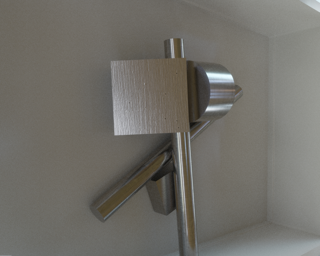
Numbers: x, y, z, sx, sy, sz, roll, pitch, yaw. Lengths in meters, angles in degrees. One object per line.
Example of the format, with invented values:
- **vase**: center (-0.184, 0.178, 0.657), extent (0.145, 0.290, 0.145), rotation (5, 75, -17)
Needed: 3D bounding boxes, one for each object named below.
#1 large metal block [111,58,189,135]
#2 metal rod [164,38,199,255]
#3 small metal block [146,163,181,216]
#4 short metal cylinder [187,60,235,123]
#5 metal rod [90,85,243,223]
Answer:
- **large metal block**: center (-0.010, -0.035, 0.356), extent (0.081, 0.050, 0.079), rotation (-3, 92, 0)
- **metal rod**: center (0.028, 0.038, 0.397), extent (0.025, 0.025, 0.298), rotation (-6, 93, -40)
- **small metal block**: center (0.012, 0.081, 0.417), extent (0.050, 0.025, 0.050), rotation (-27, 107, -37)
- **short metal cylinder**: center (0.052, -0.048, 0.414), extent (0.050, 0.080, 0.079), rotation (-6, 94, -42)
- **metal rod**: center (0.028, 0.018, 0.430), extent (0.302, 0.025, 0.025), rotation (-39, 114, -33)
